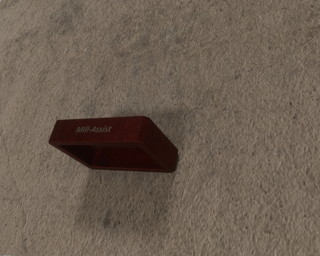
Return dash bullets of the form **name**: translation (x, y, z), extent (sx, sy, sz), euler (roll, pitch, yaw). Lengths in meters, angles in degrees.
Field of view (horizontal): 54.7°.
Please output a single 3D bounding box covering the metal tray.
- **metal tray**: translation (-0.055, 0.022, 0.375), extent (0.130, 0.090, 0.030), euler (-2, 61, 27)
